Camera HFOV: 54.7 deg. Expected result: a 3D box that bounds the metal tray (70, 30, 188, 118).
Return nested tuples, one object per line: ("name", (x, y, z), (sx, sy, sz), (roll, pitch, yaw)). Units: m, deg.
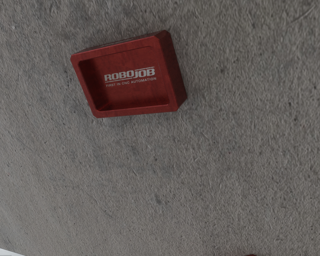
("metal tray", (-0.040, -0.062, 0.386), (0.130, 0.030, 0.090), (-4, 117, 30))
